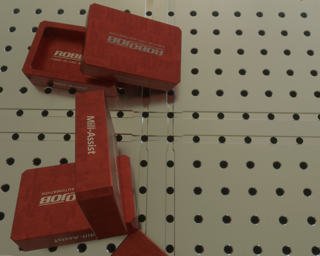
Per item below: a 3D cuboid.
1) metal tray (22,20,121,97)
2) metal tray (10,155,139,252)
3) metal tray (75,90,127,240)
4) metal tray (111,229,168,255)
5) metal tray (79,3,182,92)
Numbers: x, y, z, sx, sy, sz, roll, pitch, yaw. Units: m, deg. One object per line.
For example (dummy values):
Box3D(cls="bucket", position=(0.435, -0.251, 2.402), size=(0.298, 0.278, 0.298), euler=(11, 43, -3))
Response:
Box3D(cls="metal tray", position=(-0.117, -0.100, 0.445), size=(0.131, 0.030, 0.090), euler=(10, 70, 3))
Box3D(cls="metal tray", position=(-0.095, 0.084, 0.361), size=(0.131, 0.030, 0.090), euler=(-8, 48, -3))
Box3D(cls="metal tray", position=(-0.061, 0.035, 0.321), size=(0.030, 0.090, 0.130), euler=(-10, 48, -4))
Box3D(cls="metal tray", position=(-0.036, 0.190, 0.339), size=(0.090, 0.030, 0.130), euler=(39, 74, 13))
Box3D(cls="metal tray", position=(-0.036, -0.107, 0.421), size=(0.131, 0.030, 0.090), euler=(9, 72, -20))
